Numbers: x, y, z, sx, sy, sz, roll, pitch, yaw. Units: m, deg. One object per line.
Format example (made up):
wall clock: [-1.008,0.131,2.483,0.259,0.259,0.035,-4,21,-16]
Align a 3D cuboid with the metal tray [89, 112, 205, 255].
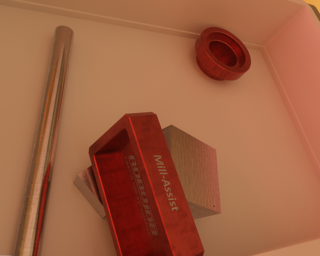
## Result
metal tray: [-0.020,0.061,0.284,0.030,0.090,0.129,-7,70,-39]

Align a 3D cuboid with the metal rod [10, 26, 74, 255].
metal rod: [-0.123,0.001,0.339,0.025,0.025,0.299,12,57,-22]

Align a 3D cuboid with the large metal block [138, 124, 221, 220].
large metal block: [0.022,0.054,0.355,0.080,0.050,0.080,29,49,-36]

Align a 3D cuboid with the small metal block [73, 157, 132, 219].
small metal block: [-0.057,0.061,0.339,0.050,0.025,0.050,50,51,6]

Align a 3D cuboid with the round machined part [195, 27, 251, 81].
round machined part: [0.101,-0.120,0.525,0.099,0.042,0.098,14,56,-21]
